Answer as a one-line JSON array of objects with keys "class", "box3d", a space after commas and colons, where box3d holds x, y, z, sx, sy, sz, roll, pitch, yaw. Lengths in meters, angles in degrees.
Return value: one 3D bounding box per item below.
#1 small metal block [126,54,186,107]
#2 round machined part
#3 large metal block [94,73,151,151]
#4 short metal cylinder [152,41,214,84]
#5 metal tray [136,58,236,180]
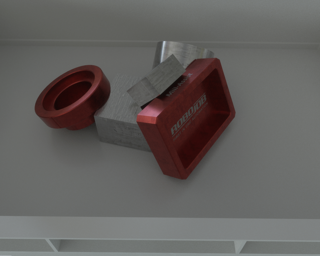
[{"class": "small metal block", "box3d": [-0.005, -0.055, 0.366, 0.025, 0.050, 0.050, 51, 59, -10]}, {"class": "round machined part", "box3d": [-0.108, -0.035, 0.405, 0.098, 0.042, 0.098, -16, 42, 15]}, {"class": "large metal block", "box3d": [-0.029, -0.021, 0.404, 0.080, 0.050, 0.080, 11, 51, 9]}, {"class": "short metal cylinder", "box3d": [0.031, -0.085, 0.431, 0.080, 0.080, 0.050, 13, 95, 10]}, {"class": "metal tray", "box3d": [0.038, -0.014, 0.372, 0.030, 0.090, 0.131, 8, 44, 43]}]
